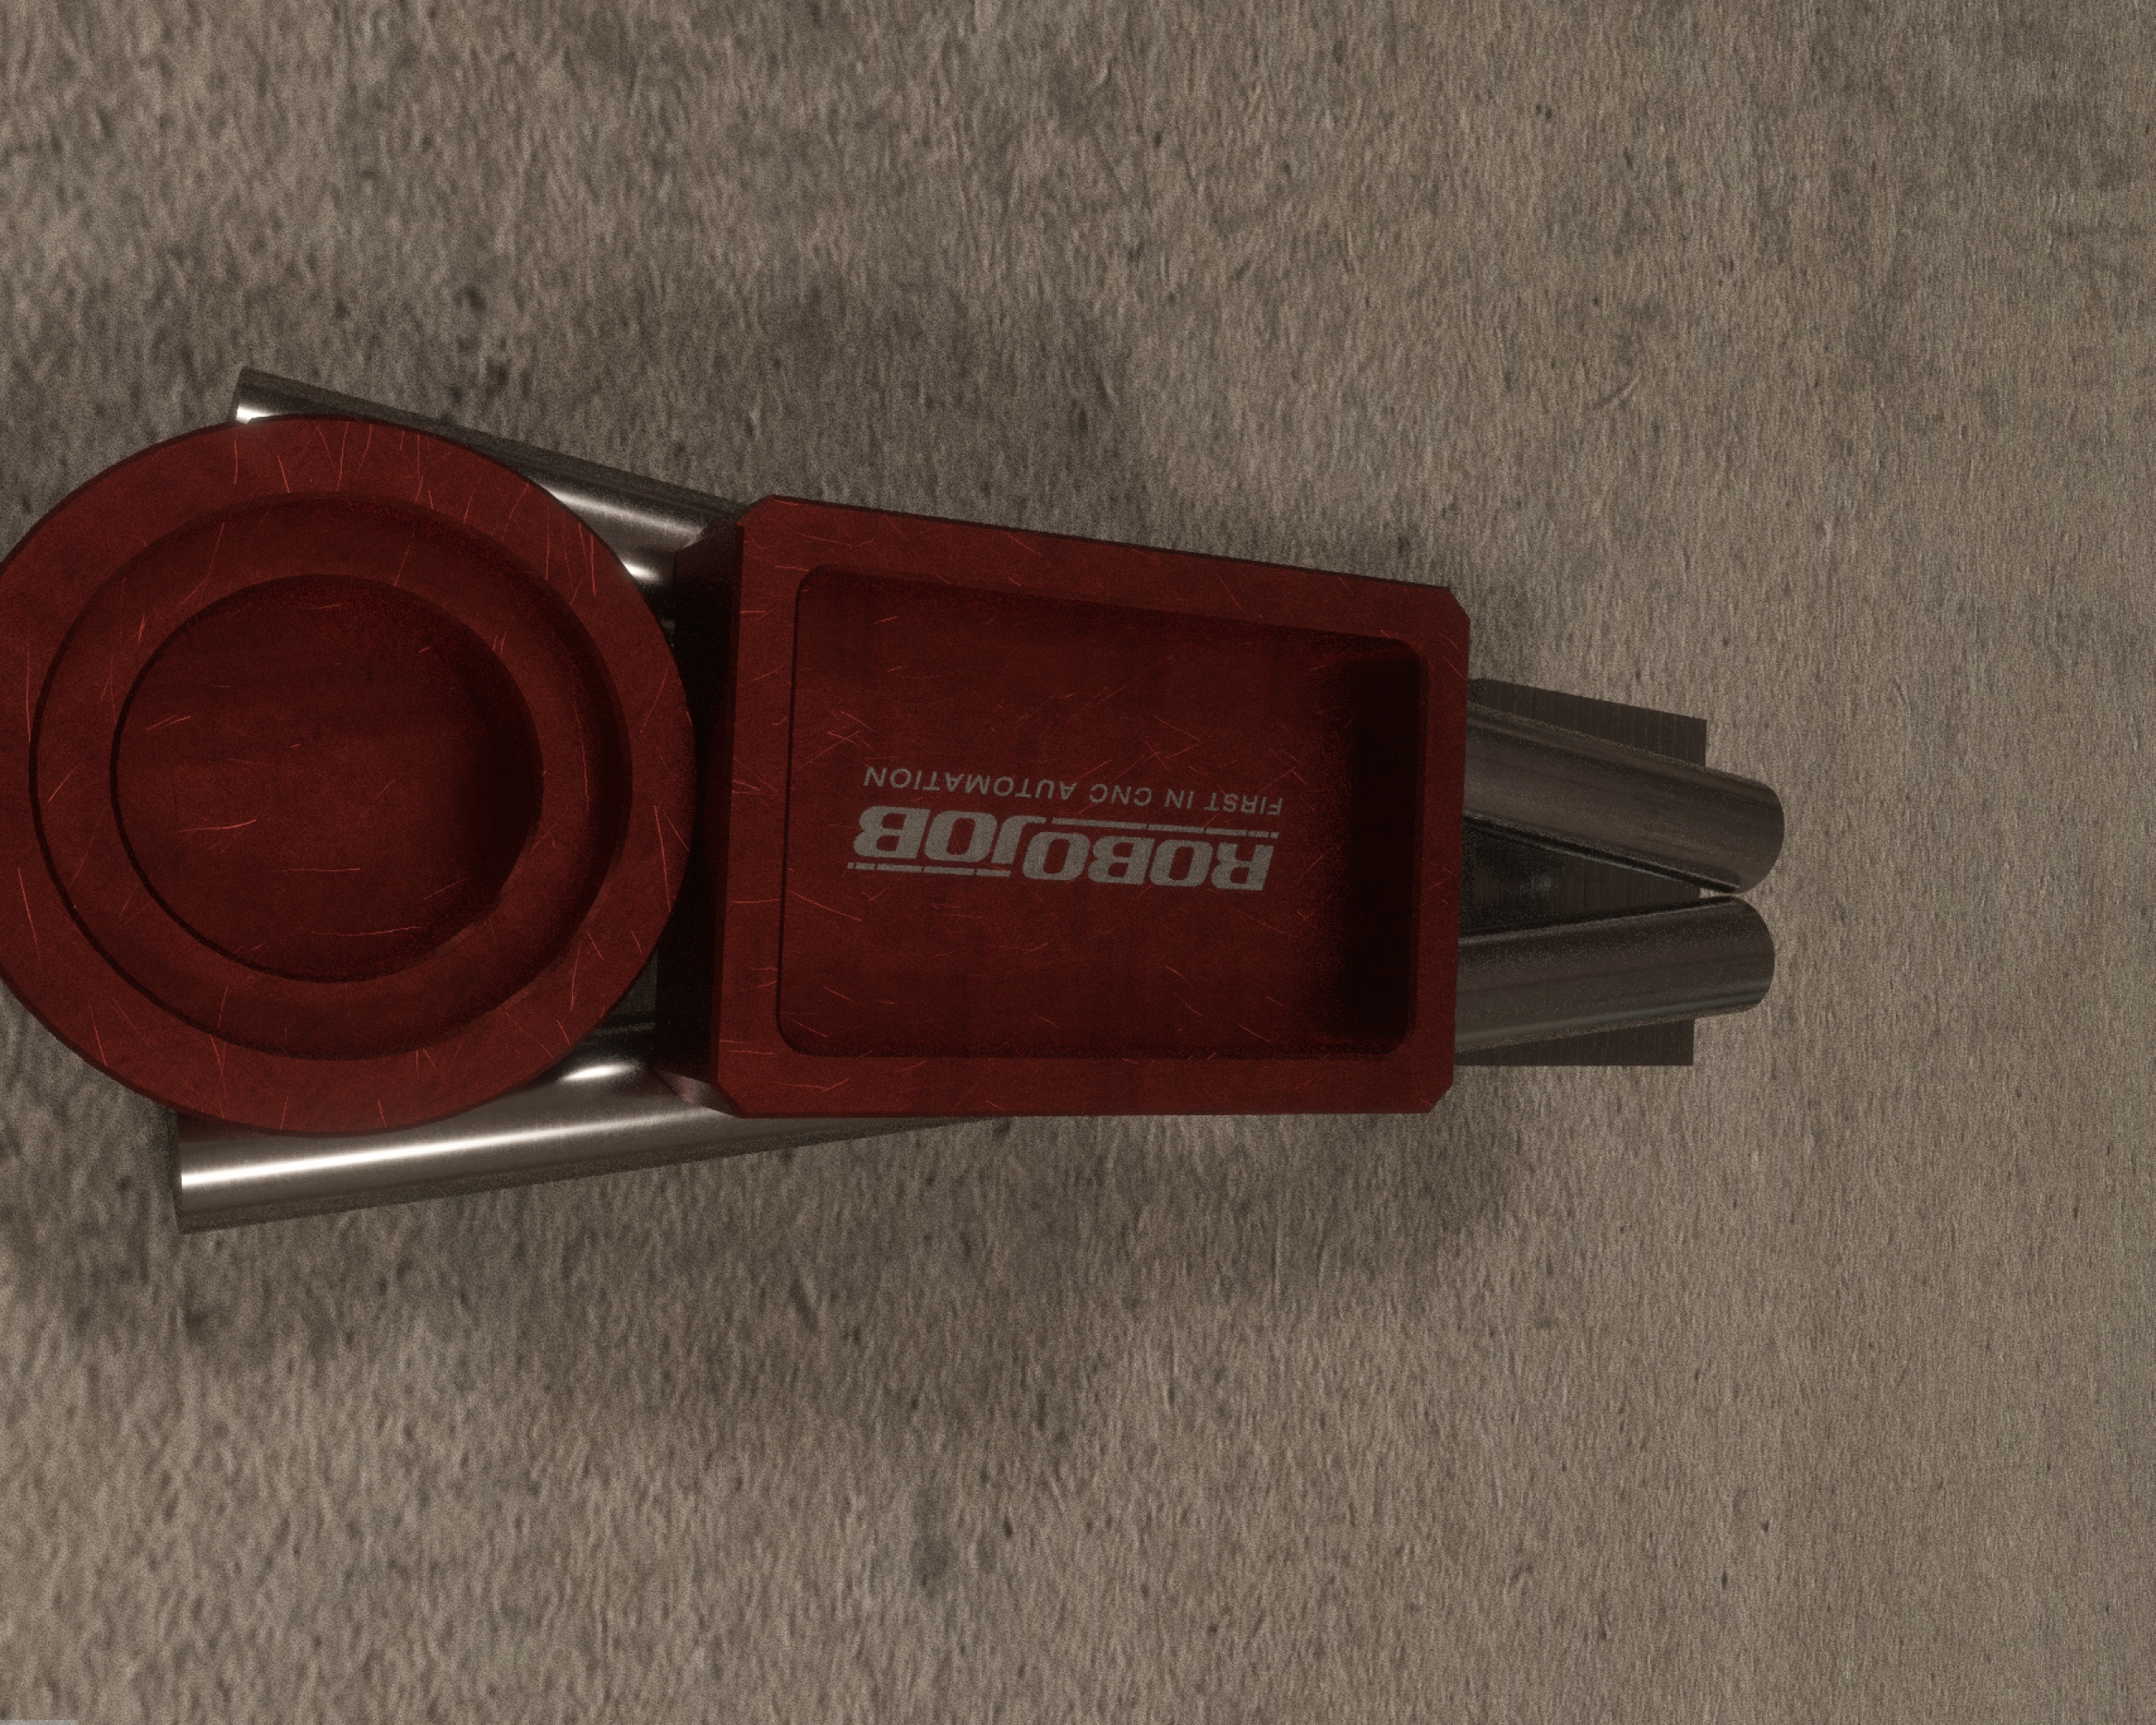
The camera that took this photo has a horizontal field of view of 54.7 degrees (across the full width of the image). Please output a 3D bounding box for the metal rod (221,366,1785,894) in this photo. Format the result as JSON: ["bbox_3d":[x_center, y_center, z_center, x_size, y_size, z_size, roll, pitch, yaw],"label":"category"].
[{"bbox_3d":[0.008,-0.033,0.372,0.302,0.025,0.025,12,82,-27],"label":"metal rod"}]

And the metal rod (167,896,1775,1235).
[{"bbox_3d":[0.004,0.030,0.370,0.303,0.025,0.025,-5,93,-28],"label":"metal rod"}]

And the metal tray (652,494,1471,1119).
[{"bbox_3d":[0.001,-0.005,0.338,0.131,0.030,0.089,3,88,-28],"label":"metal tray"}]

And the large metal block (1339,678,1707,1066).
[{"bbox_3d":[0.096,0.004,0.471,0.081,0.050,0.080,5,87,-40],"label":"large metal block"}]

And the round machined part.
[{"bbox_3d":[-0.108,-0.012,0.298,0.099,0.042,0.097,0,90,-30],"label":"round machined part"}]
